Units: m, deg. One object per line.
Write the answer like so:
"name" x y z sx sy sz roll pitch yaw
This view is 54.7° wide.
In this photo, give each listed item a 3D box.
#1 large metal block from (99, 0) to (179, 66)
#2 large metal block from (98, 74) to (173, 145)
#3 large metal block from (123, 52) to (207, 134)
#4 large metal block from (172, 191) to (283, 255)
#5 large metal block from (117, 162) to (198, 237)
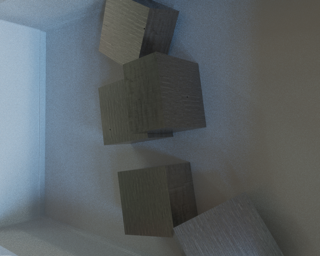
"large metal block" -0.030 -0.125 0.403 0.080 0.050 0.079 36 124 33
"large metal block" -0.034 -0.022 0.416 0.080 0.050 0.080 -11 83 39
"large metal block" 0.007 -0.037 0.363 0.050 0.081 0.080 -11 83 39
"large metal block" 0.066 0.121 0.308 0.080 0.080 0.050 62 169 21
"large metal block" -0.003 0.089 0.391 0.080 0.050 0.080 -13 82 39
